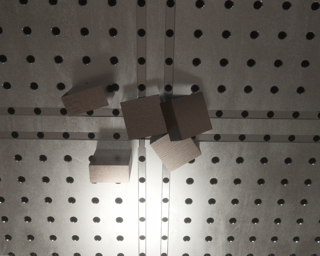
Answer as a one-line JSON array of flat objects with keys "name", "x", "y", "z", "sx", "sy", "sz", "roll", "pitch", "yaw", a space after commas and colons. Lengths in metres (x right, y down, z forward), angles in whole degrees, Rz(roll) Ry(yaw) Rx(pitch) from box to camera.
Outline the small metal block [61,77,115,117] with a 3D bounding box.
[{"name": "small metal block", "x": -0.087, "y": -0.040, "z": 0.384, "sx": 0.050, "sy": 0.050, "sz": 0.025, "roll": -16, "pitch": 110, "yaw": 5}]

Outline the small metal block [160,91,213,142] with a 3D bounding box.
[{"name": "small metal block", "x": 0.033, "y": -0.015, "z": 0.389, "sx": 0.050, "sy": 0.025, "sz": 0.050, "roll": -18, "pitch": 94, "yaw": -32}]

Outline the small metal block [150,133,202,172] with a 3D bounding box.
[{"name": "small metal block", "x": 0.021, "y": 0.024, "z": 0.423, "sx": 0.050, "sy": 0.025, "sz": 0.050, "roll": -31, "pitch": 108, "yaw": 10}]

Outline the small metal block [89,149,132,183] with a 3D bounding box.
[{"name": "small metal block", "x": -0.065, "y": 0.050, "z": 0.418, "sx": 0.050, "sy": 0.050, "sz": 0.025, "roll": 0, "pitch": 110, "yaw": -1}]

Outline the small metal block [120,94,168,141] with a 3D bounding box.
[{"name": "small metal block", "x": -0.020, "y": -0.015, "z": 0.402, "sx": 0.050, "sy": 0.025, "sz": 0.050, "roll": -12, "pitch": 96, "yaw": 4}]
